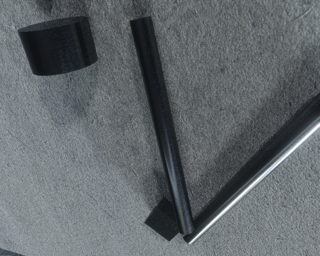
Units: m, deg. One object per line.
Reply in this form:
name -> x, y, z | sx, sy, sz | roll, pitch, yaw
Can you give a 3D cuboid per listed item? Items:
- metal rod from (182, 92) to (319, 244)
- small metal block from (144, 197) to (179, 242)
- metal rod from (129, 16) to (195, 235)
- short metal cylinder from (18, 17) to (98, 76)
metal rod -> 0.107, 0.071, 0.394 | 0.025, 0.025, 0.298 | 35, 129, 5
small metal block -> 0.011, 0.145, 0.491 | 0.050, 0.025, 0.050 | 36, 129, 3
metal rod -> 0.008, 0.013, 0.399 | 0.025, 0.025, 0.298 | 0, 115, 28
short metal cylinder -> -0.121, -0.100, 0.373 | 0.080, 0.080, 0.050 | 5, 121, 26
